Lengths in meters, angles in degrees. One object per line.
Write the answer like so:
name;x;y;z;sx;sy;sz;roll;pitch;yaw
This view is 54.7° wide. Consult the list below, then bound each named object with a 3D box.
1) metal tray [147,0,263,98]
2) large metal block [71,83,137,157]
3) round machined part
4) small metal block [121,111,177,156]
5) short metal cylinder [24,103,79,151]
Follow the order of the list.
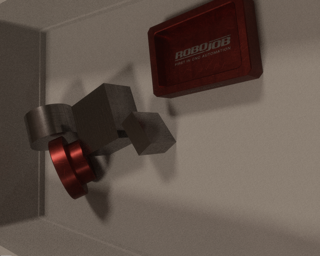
metal tray;0.047;-0.090;0.363;0.130;0.030;0.089;-9;84;39
large metal block;-0.077;-0.009;0.452;0.080;0.050;0.080;-27;73;36
round machined part;-0.130;0.056;0.478;0.042;0.098;0.098;-24;68;-10
small metal block;-0.014;0.006;0.400;0.025;0.050;0.050;-46;63;30
short metal cylinder;-0.178;0.000;0.515;0.080;0.081;0.050;-31;71;35
